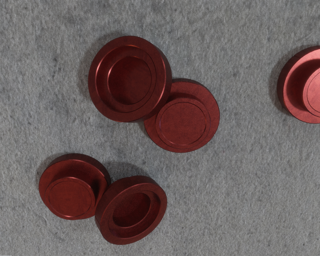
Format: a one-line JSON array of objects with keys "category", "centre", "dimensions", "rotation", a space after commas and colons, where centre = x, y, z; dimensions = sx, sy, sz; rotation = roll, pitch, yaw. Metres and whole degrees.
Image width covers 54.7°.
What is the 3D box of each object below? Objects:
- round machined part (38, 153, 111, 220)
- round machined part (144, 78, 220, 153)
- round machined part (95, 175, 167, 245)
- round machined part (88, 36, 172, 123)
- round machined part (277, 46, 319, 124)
[{"category": "round machined part", "centre": [-0.120, 0.088, 0.432], "dimensions": [0.099, 0.042, 0.097], "rotation": [0, 110, -1]}, {"category": "round machined part", "centre": [0.028, -0.012, 0.397], "dimensions": [0.099, 0.042, 0.097], "rotation": [0, 110, -1]}, {"category": "round machined part", "centre": [-0.043, 0.107, 0.425], "dimensions": [0.099, 0.042, 0.097], "rotation": [-15, 121, -27]}, {"category": "round machined part", "centre": [-0.032, -0.055, 0.366], "dimensions": [0.098, 0.042, 0.097], "rotation": [0, 89, 21]}, {"category": "round machined part", "centre": [0.202, -0.051, 0.385], "dimensions": [0.099, 0.042, 0.097], "rotation": [0, 110, -1]}]
